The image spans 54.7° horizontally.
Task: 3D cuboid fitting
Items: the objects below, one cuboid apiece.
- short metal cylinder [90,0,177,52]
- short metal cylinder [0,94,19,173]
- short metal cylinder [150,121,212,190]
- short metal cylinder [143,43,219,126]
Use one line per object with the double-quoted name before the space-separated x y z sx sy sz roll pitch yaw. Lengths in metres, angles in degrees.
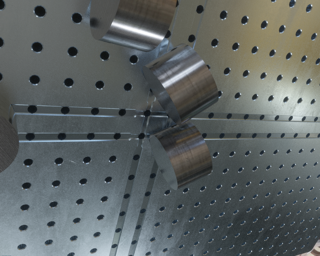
"short metal cylinder" -0.027 -0.116 0.289 0.050 0.080 0.079 6 115 -31
"short metal cylinder" -0.182 0.005 0.298 0.081 0.050 0.079 -14 124 -21
"short metal cylinder" 0.026 0.035 0.412 0.050 0.080 0.080 -23 127 -15
"short metal cylinder" 0.023 -0.050 0.357 0.050 0.080 0.080 -33 129 -7
